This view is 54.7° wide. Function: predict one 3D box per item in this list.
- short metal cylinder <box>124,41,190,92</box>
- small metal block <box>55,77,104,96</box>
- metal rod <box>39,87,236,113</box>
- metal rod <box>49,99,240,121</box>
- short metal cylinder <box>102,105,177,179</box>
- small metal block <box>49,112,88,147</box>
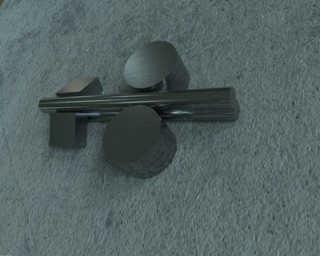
[{"bbox_3d":[-0.004,-0.075,0.437,0.080,0.050,0.080,-13,56,21],"label":"short metal cylinder"},{"bbox_3d":[-0.128,-0.058,0.497,0.050,0.025,0.050,0,35,28],"label":"small metal block"},{"bbox_3d":[-0.050,-0.035,0.421,0.300,0.025,0.025,0,62,28],"label":"metal rod"},{"bbox_3d":[-0.040,-0.023,0.441,0.300,0.025,0.025,0,62,28],"label":"metal rod"},{"bbox_3d":[-0.025,0.018,0.391,0.080,0.050,0.080,-13,56,21],"label":"short metal cylinder"},{"bbox_3d":[-0.137,0.003,0.463,0.050,0.025,0.050,1,89,28],"label":"small metal block"}]
